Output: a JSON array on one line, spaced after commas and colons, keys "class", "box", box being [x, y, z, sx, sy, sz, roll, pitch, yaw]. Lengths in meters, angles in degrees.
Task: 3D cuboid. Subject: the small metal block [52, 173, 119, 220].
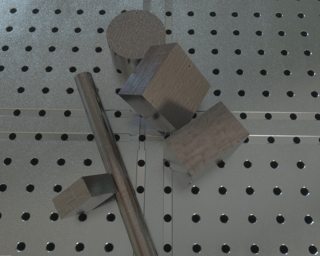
[{"class": "small metal block", "box": [-0.086, 0.078, 0.359, 0.050, 0.050, 0.025, -37, 72, 19]}]

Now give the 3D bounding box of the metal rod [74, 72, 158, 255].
[{"class": "metal rod", "box": [-0.053, 0.059, 0.389, 0.025, 0.025, 0.299, -20, 71, -8]}]

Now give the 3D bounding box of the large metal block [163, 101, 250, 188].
[{"class": "large metal block", "box": [0.051, 0.023, 0.375, 0.080, 0.080, 0.050, -34, 74, -12]}]

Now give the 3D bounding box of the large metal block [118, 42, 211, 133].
[{"class": "large metal block", "box": [0.008, -0.049, 0.394, 0.050, 0.080, 0.080, 10, 62, 50]}]

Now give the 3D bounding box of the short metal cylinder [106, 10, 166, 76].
[{"class": "short metal cylinder", "box": [-0.032, -0.119, 0.442, 0.081, 0.050, 0.080, 0, 70, 0]}]
